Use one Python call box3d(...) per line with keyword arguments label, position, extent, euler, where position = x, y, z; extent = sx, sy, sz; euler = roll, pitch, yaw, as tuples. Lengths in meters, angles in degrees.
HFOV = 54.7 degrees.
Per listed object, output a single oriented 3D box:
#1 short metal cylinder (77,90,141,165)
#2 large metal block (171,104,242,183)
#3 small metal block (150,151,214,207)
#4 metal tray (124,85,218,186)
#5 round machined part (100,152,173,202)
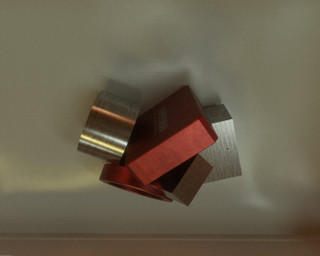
box3d(label="short metal cylinder", position=(-0.062, 0.000, 0.379), extent=(0.050, 0.080, 0.079), euler=(21, 109, -8))
box3d(label="large metal block", position=(0.054, 0.023, 0.398), extent=(0.080, 0.050, 0.080), euler=(-13, 114, 4))
box3d(label="small metal block", position=(0.023, 0.053, 0.344), extent=(0.025, 0.050, 0.050), euler=(43, 73, -21))
box3d(label="metal tray", position=(0.009, 0.001, 0.354), extent=(0.090, 0.130, 0.030), euler=(-33, 108, 11))
box3d(label="round machined part", position=(-0.025, 0.062, 0.403), extent=(0.099, 0.098, 0.042), euler=(19, 74, -8))
